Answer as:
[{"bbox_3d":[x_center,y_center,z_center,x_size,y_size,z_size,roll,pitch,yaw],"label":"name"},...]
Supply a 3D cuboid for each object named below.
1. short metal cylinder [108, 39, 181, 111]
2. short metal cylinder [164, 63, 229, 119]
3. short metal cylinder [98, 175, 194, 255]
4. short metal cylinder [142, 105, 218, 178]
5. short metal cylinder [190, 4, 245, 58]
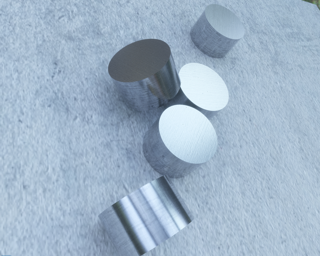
[{"bbox_3d":[-0.019,-0.068,0.395,0.080,0.050,0.080,-11,49,13],"label":"short metal cylinder"},{"bbox_3d":[0.051,-0.046,0.445,0.081,0.050,0.080,14,56,-21],"label":"short metal cylinder"},{"bbox_3d":[-0.013,0.089,0.308,0.081,0.080,0.050,-23,74,-36],"label":"short metal cylinder"},{"bbox_3d":[0.025,0.017,0.392,0.081,0.050,0.080,14,56,-21],"label":"short metal cylinder"},{"bbox_3d":[0.101,-0.171,0.549,0.081,0.050,0.080,14,56,-21],"label":"short metal cylinder"}]
